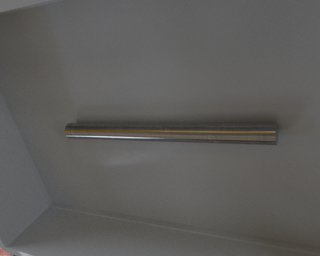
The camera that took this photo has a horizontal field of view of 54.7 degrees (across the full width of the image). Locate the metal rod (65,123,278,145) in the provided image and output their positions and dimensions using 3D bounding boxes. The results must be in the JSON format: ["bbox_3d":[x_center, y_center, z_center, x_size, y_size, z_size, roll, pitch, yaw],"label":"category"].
[{"bbox_3d":[-0.004,0.006,0.410,0.301,0.025,0.025,1,119,27],"label":"metal rod"}]
